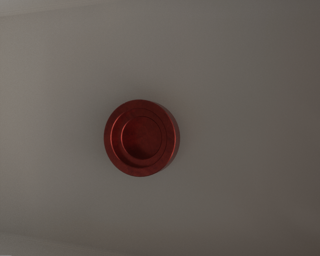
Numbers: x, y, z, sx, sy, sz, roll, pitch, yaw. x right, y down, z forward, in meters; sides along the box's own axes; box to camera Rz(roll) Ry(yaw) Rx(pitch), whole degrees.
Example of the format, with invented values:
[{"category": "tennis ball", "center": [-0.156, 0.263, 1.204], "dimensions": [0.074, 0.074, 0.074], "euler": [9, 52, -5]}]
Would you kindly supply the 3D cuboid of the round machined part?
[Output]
[{"category": "round machined part", "center": [-0.021, 0.013, 0.408], "dimensions": [0.098, 0.042, 0.097], "euler": [0, 90, 19]}]
